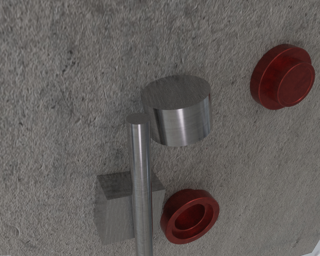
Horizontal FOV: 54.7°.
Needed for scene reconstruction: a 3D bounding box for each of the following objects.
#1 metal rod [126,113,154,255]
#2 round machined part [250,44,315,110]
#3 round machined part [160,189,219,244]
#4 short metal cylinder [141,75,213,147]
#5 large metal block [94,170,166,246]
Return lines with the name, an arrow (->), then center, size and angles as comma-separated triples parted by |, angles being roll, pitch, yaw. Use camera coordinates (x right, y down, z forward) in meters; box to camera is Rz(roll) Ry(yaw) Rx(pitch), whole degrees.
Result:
metal rod -> -0.022, 0.117, 0.402 | 0.025, 0.025, 0.298 | -14, 124, -21
round machined part -> 0.185, -0.070, 0.454 | 0.099, 0.042, 0.097 | -14, 124, -21
round machined part -> 0.044, 0.139, 0.506 | 0.099, 0.042, 0.097 | -14, 124, -21
short metal cylinder -> 0.021, -0.023, 0.369 | 0.081, 0.080, 0.050 | -22, 127, -16
large metal block -> -0.045, 0.108, 0.433 | 0.081, 0.050, 0.079 | -5, 121, -26
